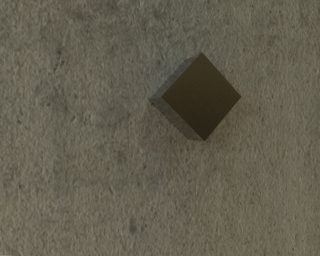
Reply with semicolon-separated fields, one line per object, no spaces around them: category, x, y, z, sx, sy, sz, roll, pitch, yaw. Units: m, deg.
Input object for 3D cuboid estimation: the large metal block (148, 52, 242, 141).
large metal block;0.046;-0.040;0.414;0.080;0.050;0.080;45;76;-15
